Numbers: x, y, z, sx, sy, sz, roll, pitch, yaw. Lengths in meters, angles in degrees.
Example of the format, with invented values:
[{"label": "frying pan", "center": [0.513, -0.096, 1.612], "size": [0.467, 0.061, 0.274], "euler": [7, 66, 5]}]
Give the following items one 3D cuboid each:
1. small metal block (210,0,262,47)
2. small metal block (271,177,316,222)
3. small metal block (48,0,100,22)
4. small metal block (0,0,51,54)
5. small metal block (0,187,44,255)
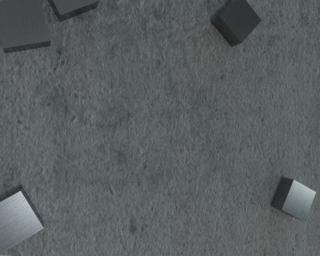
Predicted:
[{"label": "small metal block", "center": [0.111, -0.156, 0.451], "size": [0.050, 0.025, 0.050], "euler": [45, 76, -15]}, {"label": "small metal block", "center": [0.211, 0.112, 0.489], "size": [0.050, 0.025, 0.050], "euler": [29, 80, -18]}, {"label": "small metal block", "center": [-0.108, -0.162, 0.369], "size": [0.050, 0.025, 0.050], "euler": [-30, 100, -18]}, {"label": "small metal block", "center": [-0.157, -0.116, 0.351], "size": [0.050, 0.025, 0.050], "euler": [-16, 96, -20]}, {"label": "small metal block", "center": [-0.167, 0.103, 0.348], "size": [0.050, 0.025, 0.050], "euler": [-30, 100, -18]}]
